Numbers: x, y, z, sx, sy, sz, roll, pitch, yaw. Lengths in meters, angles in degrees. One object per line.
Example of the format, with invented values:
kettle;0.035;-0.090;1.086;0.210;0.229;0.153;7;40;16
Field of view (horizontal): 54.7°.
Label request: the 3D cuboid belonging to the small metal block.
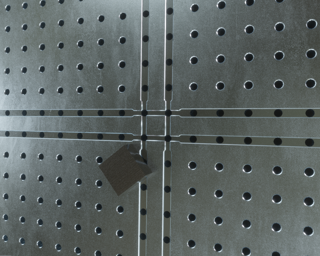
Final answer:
small metal block;-0.048;0.057;0.428;0.050;0.025;0.050;-39;78;15
